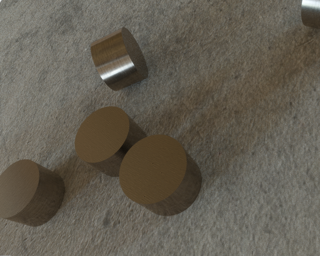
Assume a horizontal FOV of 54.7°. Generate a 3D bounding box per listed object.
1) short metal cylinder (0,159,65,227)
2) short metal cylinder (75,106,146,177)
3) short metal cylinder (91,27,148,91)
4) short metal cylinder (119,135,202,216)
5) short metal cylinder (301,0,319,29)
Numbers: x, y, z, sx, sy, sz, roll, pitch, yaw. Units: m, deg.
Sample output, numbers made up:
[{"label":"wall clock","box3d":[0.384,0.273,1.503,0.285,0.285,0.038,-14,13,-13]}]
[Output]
[{"label":"short metal cylinder","box3d":[-0.180,0.089,0.425,0.080,0.050,0.080,-13,56,20]},{"label":"short metal cylinder","box3d":[-0.063,0.018,0.408,0.080,0.050,0.080,-13,56,20]},{"label":"short metal cylinder","box3d":[-0.058,-0.101,0.459,0.050,0.080,0.080,-22,54,15]},{"label":"short metal cylinder","box3d":[0.001,0.054,0.353,0.080,0.050,0.080,-13,56,20]},{"label":"short metal cylinder","box3d":[0.207,-0.152,0.354,0.050,0.080,0.080,30,78,37]}]
